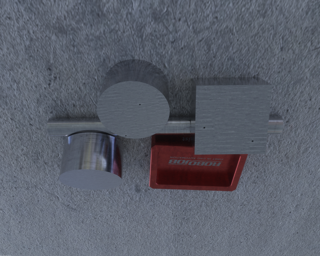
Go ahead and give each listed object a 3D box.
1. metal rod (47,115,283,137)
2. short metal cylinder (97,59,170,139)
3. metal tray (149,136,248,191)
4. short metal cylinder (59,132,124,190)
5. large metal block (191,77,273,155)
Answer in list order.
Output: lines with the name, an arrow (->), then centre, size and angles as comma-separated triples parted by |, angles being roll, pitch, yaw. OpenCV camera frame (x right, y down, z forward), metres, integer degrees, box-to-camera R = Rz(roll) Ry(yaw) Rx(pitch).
metal rod -> 0.007, -0.003, 0.408 | 0.302, 0.025, 0.025 | -1, 130, 0
short metal cylinder -> -0.029, -0.034, 0.363 | 0.081, 0.050, 0.079 | 0, 130, 0
metal tray -> 0.052, 0.050, 0.447 | 0.131, 0.030, 0.089 | 2, 130, -3
short metal cylinder -> -0.090, 0.047, 0.415 | 0.081, 0.050, 0.080 | -1, 151, 0
large metal block -> 0.079, -0.016, 0.363 | 0.081, 0.050, 0.079 | -1, 109, 0
